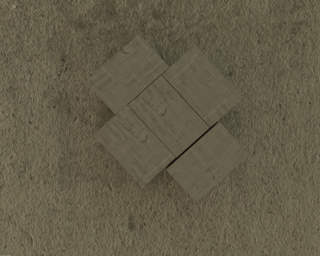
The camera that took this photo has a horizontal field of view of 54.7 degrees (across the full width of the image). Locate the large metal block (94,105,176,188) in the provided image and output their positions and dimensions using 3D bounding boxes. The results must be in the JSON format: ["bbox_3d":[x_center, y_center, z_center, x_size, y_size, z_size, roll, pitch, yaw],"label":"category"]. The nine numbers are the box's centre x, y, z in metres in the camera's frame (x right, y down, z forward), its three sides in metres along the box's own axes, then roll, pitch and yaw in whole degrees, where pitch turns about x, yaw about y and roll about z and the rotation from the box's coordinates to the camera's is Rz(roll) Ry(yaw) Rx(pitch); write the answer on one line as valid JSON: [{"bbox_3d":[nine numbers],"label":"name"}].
[{"bbox_3d":[-0.028,0.020,0.384,0.050,0.080,0.080,-42,91,0],"label":"large metal block"}]

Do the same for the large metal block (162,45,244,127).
[{"bbox_3d":[0.047,-0.047,0.385,0.050,0.080,0.080,-42,91,0],"label":"large metal block"}]

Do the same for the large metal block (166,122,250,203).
[{"bbox_3d":[0.053,0.038,0.385,0.080,0.080,0.050,-42,91,0],"label":"large metal block"}]

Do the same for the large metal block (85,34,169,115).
[{"bbox_3d":[-0.036,-0.060,0.384,0.080,0.080,0.050,-42,91,0],"label":"large metal block"}]

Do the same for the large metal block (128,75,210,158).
[{"bbox_3d":[0.010,-0.013,0.384,0.050,0.080,0.080,-42,91,0],"label":"large metal block"}]
